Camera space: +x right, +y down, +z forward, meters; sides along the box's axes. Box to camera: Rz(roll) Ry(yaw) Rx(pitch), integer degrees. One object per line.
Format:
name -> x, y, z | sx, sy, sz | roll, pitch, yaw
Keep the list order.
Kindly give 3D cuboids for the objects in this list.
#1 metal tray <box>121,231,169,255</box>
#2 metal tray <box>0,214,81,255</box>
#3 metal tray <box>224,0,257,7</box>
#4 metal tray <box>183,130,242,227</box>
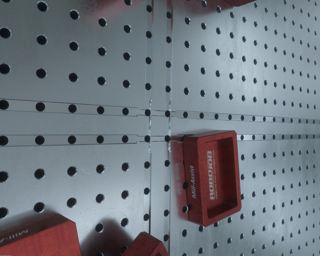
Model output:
metal tray -> -0.018, 0.198, 0.369 | 0.090, 0.030, 0.130 | -45, 131, -31
metal tray -> -0.139, 0.147, 0.289 | 0.131, 0.030, 0.090 | -14, 99, -39
metal tray -> 0.111, -0.230, 0.457 | 0.131, 0.090, 0.030 | 11, 84, -39
metal tray -> 0.082, 0.072, 0.472 | 0.091, 0.030, 0.129 | -8, 95, -40
